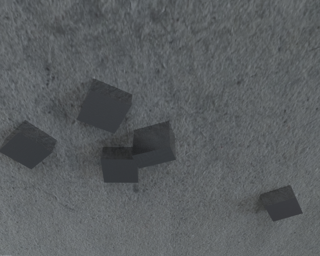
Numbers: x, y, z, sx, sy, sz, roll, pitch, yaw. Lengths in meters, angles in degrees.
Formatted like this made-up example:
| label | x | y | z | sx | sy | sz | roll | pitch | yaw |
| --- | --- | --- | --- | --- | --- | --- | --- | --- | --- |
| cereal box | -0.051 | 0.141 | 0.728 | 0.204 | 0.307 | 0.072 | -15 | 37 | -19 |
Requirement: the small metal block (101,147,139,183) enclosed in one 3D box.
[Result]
| label | x | y | z | sx | sy | sz | roll | pitch | yaw |
| --- | --- | --- | --- | --- | --- | --- | --- | --- | --- |
| small metal block | -0.057 | 0.054 | 0.453 | 0.050 | 0.025 | 0.050 | 0 | 130 | -1 |

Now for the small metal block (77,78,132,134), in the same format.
| label | x | y | z | sx | sy | sz | roll | pitch | yaw |
| --- | --- | --- | --- | --- | --- | --- | --- | --- | --- |
| small metal block | -0.069 | -0.026 | 0.384 | 0.050 | 0.025 | 0.050 | 22 | 127 | -18 |

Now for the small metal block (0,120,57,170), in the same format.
| label | x | y | z | sx | sy | sz | roll | pitch | yaw |
| --- | --- | --- | --- | --- | --- | --- | --- | --- | --- |
| small metal block | -0.181 | 0.024 | 0.425 | 0.050 | 0.025 | 0.050 | -35 | 122 | 26 |

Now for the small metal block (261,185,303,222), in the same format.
| label | x | y | z | sx | sy | sz | roll | pitch | yaw |
| --- | --- | --- | --- | --- | --- | --- | --- | --- | --- |
| small metal block | 0.204 | 0.127 | 0.519 | 0.050 | 0.025 | 0.050 | -23 | 127 | 18 |

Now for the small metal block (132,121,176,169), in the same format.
| label | x | y | z | sx | sy | sz | roll | pitch | yaw |
| --- | --- | --- | --- | --- | --- | --- | --- | --- | --- |
| small metal block | -0.008 | 0.022 | 0.409 | 0.050 | 0.050 | 0.025 | -15 | 129 | 12 |
